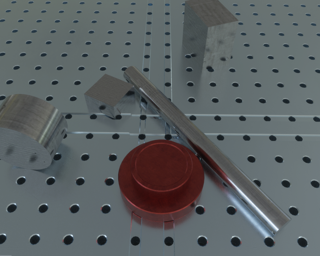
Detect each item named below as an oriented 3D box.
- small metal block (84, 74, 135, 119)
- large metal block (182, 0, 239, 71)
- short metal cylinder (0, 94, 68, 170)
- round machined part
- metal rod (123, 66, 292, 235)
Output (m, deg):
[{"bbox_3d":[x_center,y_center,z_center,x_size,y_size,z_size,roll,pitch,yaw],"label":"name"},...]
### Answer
[{"bbox_3d":[-0.071,-0.046,0.446,0.050,0.025,0.050,24,54,18],"label":"small metal block"},{"bbox_3d":[0.078,-0.154,0.502,0.050,0.080,0.080,-16,52,-14],"label":"large metal block"},{"bbox_3d":[-0.157,0.006,0.365,0.080,0.080,0.050,8,51,6],"label":"short metal cylinder"},{"bbox_3d":[0.001,0.052,0.353,0.099,0.042,0.098,0,50,0],"label":"round machined part"},{"bbox_3d":[0.041,0.009,0.400,0.025,0.025,0.300,-28,56,-22],"label":"metal rod"}]
